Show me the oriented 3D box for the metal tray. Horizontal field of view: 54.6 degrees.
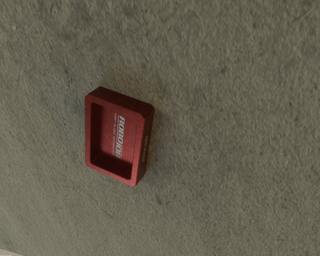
[{"bbox_3d":[-0.062,0.014,0.445,0.090,0.030,0.129,21,126,16],"label":"metal tray"}]
